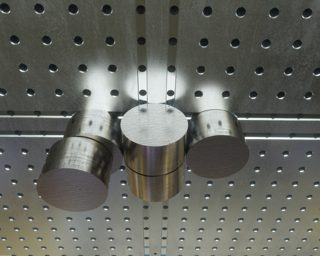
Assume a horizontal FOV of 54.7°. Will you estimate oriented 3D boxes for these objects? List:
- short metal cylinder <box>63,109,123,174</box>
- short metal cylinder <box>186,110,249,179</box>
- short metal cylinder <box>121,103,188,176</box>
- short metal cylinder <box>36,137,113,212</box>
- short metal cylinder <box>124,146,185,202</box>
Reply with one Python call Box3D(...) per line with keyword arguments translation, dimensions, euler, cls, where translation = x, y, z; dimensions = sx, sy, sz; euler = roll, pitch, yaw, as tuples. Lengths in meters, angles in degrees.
Box3D(translation=(-0.088, 0.021, 0.412), dimensions=(0.081, 0.050, 0.079), euler=(0, 130, 0), cls="short metal cylinder")
Box3D(translation=(0.073, 0.022, 0.414), dimensions=(0.081, 0.050, 0.079), euler=(0, 130, 0), cls="short metal cylinder")
Box3D(translation=(-0.007, 0.013, 0.387), dimensions=(0.081, 0.080, 0.050), euler=(1, 131, -1), cls="short metal cylinder")
Box3D(translation=(-0.101, 0.057, 0.375), dimensions=(0.081, 0.050, 0.079), euler=(0, 130, 0), cls="short metal cylinder")
Box3D(translation=(-0.006, 0.052, 0.419), dimensions=(0.080, 0.080, 0.050), euler=(-1, 130, 0), cls="short metal cylinder")
